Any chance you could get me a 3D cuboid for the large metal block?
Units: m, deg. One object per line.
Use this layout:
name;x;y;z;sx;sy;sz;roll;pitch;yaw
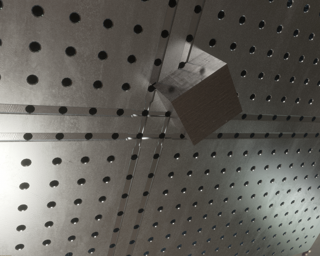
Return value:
large metal block;0.051;-0.038;0.401;0.080;0.050;0.080;-35;129;-5
